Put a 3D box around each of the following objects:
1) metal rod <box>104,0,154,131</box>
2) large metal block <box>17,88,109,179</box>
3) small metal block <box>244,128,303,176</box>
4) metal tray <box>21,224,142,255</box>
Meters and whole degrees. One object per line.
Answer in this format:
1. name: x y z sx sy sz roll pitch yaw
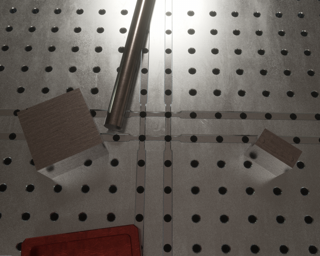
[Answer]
1. metal rod: -0.035 -0.139 0.461 0.025 0.025 0.299 10 70 3
2. large metal block: -0.121 0.008 0.394 0.080 0.050 0.080 -24 72 -9
3. small metal block: 0.140 0.032 0.389 0.050 0.050 0.025 34 74 11
4. metal tray: -0.085 0.163 0.348 0.131 0.030 0.090 -7 70 -3
